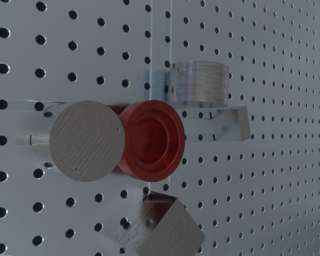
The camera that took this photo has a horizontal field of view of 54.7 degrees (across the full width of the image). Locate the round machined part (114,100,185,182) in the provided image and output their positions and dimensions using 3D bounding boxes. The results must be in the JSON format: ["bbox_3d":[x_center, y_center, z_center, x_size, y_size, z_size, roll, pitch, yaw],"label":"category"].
[{"bbox_3d":[-0.018,0.015,0.382,0.099,0.042,0.097,0,90,-41],"label":"round machined part"}]

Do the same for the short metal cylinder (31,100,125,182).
[{"bbox_3d":[-0.084,0.013,0.322,0.081,0.050,0.079,0,91,-40],"label":"short metal cylinder"}]

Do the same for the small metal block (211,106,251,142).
[{"bbox_3d":[0.111,-0.007,0.486,0.025,0.050,0.050,-17,101,-39],"label":"small metal block"}]

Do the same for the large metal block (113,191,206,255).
[{"bbox_3d":[0.002,0.141,0.395,0.080,0.050,0.080,-48,119,-29],"label":"large metal block"}]

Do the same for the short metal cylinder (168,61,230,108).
[{"bbox_3d":[0.051,-0.056,0.416,0.081,0.080,0.050,4,87,-40],"label":"short metal cylinder"}]
